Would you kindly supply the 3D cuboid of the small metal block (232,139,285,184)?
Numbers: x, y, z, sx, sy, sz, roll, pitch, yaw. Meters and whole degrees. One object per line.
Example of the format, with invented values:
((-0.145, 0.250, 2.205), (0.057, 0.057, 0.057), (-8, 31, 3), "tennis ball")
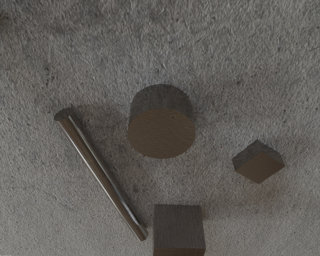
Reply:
((0.143, 0.050, 0.452), (0.050, 0.025, 0.050), (29, 124, -23), "small metal block")

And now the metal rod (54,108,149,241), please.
((-0.078, 0.091, 0.483), (0.025, 0.025, 0.299), (-14, 129, 11), "metal rod")

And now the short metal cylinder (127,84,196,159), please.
((0.002, -0.007, 0.385), (0.081, 0.050, 0.079), (0, 130, 0), "short metal cylinder")

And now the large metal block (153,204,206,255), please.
((0.029, 0.178, 0.523), (0.081, 0.080, 0.050), (3, 130, -3), "large metal block")
